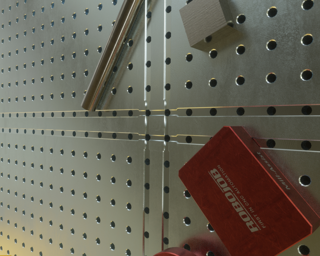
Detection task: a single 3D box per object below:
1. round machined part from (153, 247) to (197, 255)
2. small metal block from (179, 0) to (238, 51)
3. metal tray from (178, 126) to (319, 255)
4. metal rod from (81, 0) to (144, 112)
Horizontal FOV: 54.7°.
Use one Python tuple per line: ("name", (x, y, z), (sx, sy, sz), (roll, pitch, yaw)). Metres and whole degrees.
("round machined part", (0.029, 0.193, 0.373), (0.098, 0.042, 0.097), (0, 90, 39))
("small metal block", (0.056, -0.127, 0.362), (0.050, 0.025, 0.050), (-24, 75, 37))
("metal tray", (0.088, 0.072, 0.333), (0.090, 0.030, 0.130), (-49, 61, 28))
("metal rod", (-0.050, -0.156, 0.448), (0.025, 0.025, 0.298), (42, 115, 31))
